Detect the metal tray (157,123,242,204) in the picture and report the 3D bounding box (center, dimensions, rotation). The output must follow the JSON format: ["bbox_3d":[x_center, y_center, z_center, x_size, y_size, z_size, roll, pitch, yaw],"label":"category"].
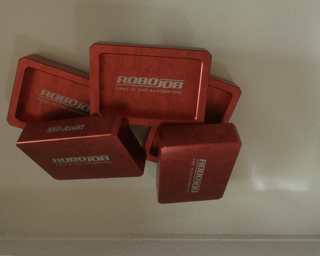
[{"bbox_3d":[0.043,0.049,0.391,0.091,0.030,0.129,-3,139,-5],"label":"metal tray"}]

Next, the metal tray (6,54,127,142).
[{"bbox_3d":[-0.116,-0.029,0.393,0.131,0.030,0.089,18,109,-7],"label":"metal tray"}]

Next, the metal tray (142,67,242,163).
[{"bbox_3d":[0.037,-0.009,0.404,0.091,0.030,0.129,18,109,-7],"label":"metal tray"}]

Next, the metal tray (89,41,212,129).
[{"bbox_3d":[-0.012,-0.049,0.356,0.131,0.030,0.089,3,110,-2],"label":"metal tray"}]

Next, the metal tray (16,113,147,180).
[{"bbox_3d":[-0.093,0.028,0.379,0.130,0.030,0.090,-5,141,18],"label":"metal tray"}]
